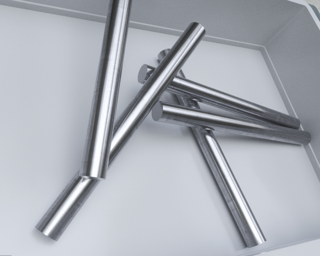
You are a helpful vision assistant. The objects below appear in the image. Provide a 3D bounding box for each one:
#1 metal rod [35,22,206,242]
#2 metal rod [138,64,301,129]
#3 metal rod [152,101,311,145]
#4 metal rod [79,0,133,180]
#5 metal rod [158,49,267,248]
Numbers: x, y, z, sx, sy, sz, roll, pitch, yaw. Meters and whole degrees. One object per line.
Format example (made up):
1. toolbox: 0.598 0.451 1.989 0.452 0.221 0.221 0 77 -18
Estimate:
1. metal rod: -0.029 -0.015 0.349 0.025 0.025 0.300 36 67 -5
2. metal rod: 0.106 -0.037 0.463 0.302 0.025 0.025 14 56 -30
3. metal rod: 0.122 -0.001 0.451 0.302 0.025 0.025 9 58 -33
4. metal rod: -0.049 -0.095 0.334 0.025 0.025 0.299 13 72 -22
5. metal rod: 0.064 0.014 0.433 0.025 0.025 0.299 -11 67 -33
